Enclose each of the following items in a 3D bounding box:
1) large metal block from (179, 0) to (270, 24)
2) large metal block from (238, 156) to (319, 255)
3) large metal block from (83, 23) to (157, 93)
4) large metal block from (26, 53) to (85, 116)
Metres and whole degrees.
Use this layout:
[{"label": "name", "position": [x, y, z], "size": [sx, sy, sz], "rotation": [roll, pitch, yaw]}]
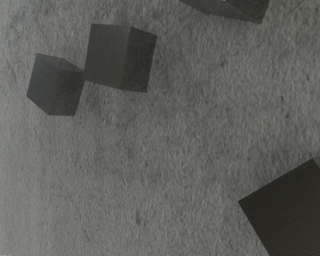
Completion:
[{"label": "large metal block", "position": [0.061, -0.149, 0.317], "size": [0.080, 0.081, 0.050], "rotation": [28, 107, 36]}, {"label": "large metal block", "position": [0.133, 0.080, 0.278], "size": [0.080, 0.050, 0.080], "rotation": [-42, 65, 31]}, {"label": "large metal block", "position": [-0.058, -0.098, 0.434], "size": [0.080, 0.050, 0.079], "rotation": [19, 102, 38]}, {"label": "large metal block", "position": [-0.179, -0.074, 0.533], "size": [0.080, 0.050, 0.079], "rotation": [33, 110, 35]}]
